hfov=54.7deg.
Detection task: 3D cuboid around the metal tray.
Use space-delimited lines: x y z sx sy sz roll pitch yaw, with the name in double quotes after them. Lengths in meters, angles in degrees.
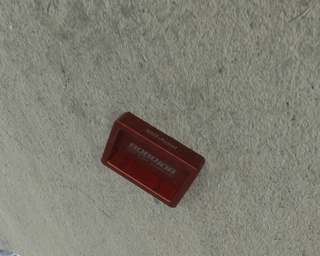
-0.013 0.046 0.439 0.130 0.030 0.089 31 128 7 "metal tray"
